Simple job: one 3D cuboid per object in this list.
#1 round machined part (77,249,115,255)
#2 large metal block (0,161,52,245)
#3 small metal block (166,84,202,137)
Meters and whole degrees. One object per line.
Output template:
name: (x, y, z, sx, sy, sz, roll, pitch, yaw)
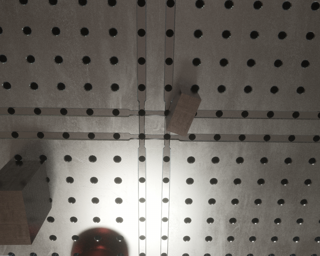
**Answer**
round machined part: (-0.100, 0.233, 0.489, 0.099, 0.042, 0.097, 0, 110, -1)
large metal block: (-0.189, 0.098, 0.417, 0.050, 0.080, 0.079, 0, 110, 0)
small metal block: (0.028, -0.023, 0.392, 0.025, 0.050, 0.050, 19, 109, -7)
